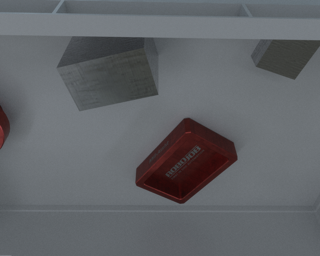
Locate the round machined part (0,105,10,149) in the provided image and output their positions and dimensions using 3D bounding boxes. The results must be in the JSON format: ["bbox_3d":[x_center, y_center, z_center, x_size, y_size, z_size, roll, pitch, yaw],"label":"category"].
[{"bbox_3d":[-0.238,-0.012,0.385,0.099,0.042,0.097,-1,130,0],"label":"round machined part"}]

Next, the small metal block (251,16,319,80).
[{"bbox_3d":[0.137,-0.086,0.338,0.050,0.025,0.050,15,129,-13],"label":"small metal block"}]

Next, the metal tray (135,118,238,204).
[{"bbox_3d":[0.035,0.053,0.451,0.090,0.030,0.129,28,125,-22],"label":"metal tray"}]

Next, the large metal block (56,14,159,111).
[{"bbox_3d":[-0.047,-0.068,0.314,0.080,0.080,0.050,-11,129,9],"label":"large metal block"}]
